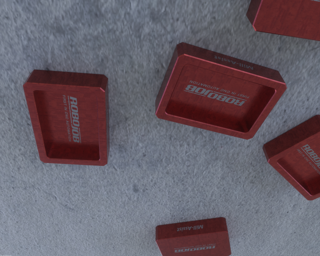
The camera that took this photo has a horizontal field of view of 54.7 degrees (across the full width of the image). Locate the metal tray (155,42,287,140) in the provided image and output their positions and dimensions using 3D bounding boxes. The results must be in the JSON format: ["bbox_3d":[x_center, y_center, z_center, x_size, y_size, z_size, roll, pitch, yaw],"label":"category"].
[{"bbox_3d":[0.069,-0.040,0.370,0.131,0.030,0.089,13,129,-12],"label":"metal tray"}]

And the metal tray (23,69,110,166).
[{"bbox_3d":[-0.112,-0.008,0.395,0.091,0.030,0.129,3,130,-4],"label":"metal tray"}]

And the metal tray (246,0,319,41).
[{"bbox_3d":[0.161,-0.131,0.295,0.131,0.030,0.089,7,130,-6],"label":"metal tray"}]

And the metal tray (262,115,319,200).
[{"bbox_3d":[0.223,0.048,0.448,0.090,0.030,0.130,-36,122,26],"label":"metal tray"}]

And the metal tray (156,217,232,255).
[{"bbox_3d":[0.065,0.214,0.588,0.131,0.030,0.090,-10,130,8],"label":"metal tray"}]
